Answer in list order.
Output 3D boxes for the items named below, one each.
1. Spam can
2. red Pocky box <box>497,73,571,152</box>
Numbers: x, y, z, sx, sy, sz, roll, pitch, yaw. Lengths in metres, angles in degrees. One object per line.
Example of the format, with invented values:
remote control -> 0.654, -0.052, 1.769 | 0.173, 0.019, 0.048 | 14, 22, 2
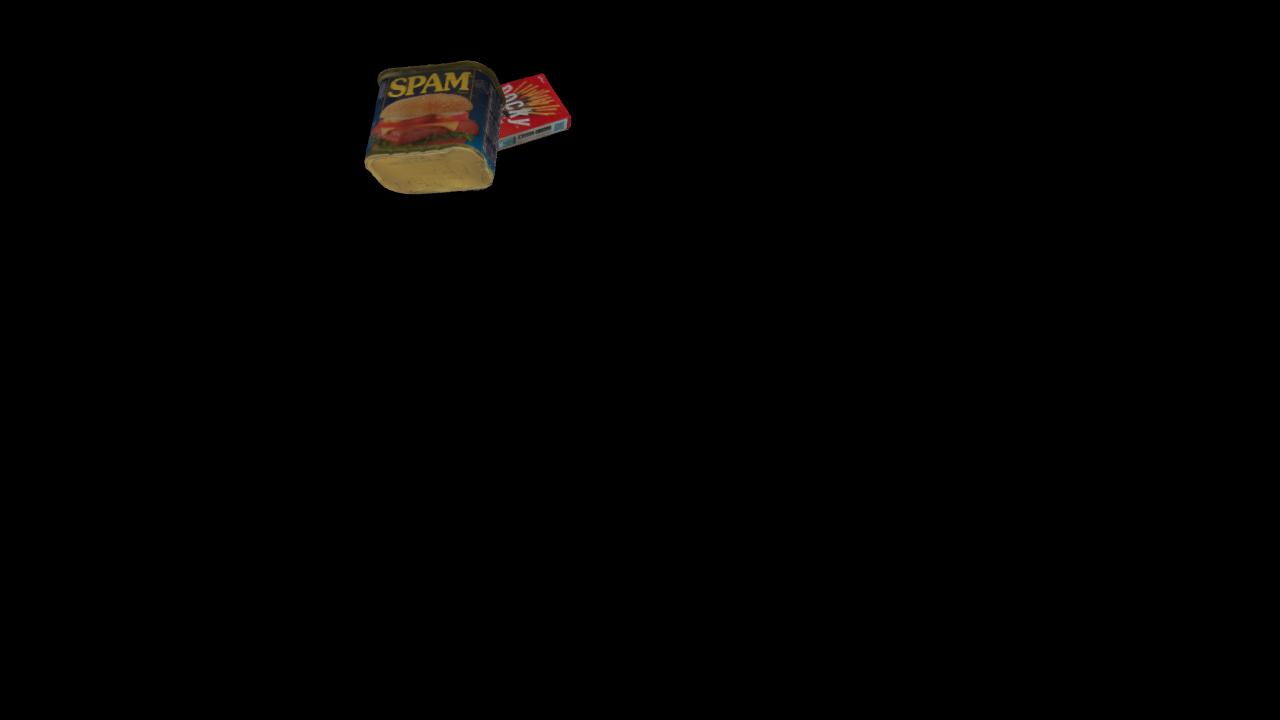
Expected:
Spam can -> -0.165, -0.186, 0.500 | 0.101, 0.085, 0.058 | -2, -20, 8
red Pocky box -> -0.174, -0.311, 0.784 | 0.155, 0.083, 0.028 | -26, -18, -20
